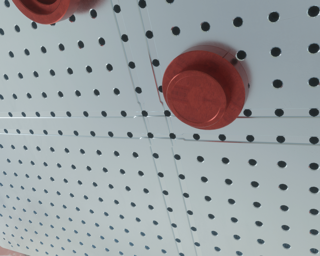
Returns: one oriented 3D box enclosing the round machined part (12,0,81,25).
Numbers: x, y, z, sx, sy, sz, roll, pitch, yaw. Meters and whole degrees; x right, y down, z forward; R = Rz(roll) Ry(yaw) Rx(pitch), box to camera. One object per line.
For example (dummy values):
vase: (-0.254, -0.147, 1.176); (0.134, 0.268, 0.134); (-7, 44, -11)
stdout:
round machined part: (-0.131, -0.175, 0.362); (0.098, 0.042, 0.097); (13, 124, 21)

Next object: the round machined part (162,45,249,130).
round machined part: (0.047, -0.040, 0.351); (0.098, 0.042, 0.097); (13, 124, 21)
